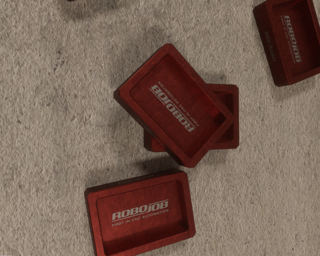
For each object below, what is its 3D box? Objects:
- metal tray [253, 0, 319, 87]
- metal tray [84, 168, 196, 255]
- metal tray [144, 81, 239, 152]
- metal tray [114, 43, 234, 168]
[{"bbox_3d":[0.207,-0.139,0.484,0.091,0.030,0.129,-22,98,-19],"label":"metal tray"},{"bbox_3d":[-0.024,0.110,0.398,0.131,0.030,0.089,-10,94,-20],"label":"metal tray"},{"bbox_3d":[0.044,-0.015,0.423,0.131,0.030,0.089,-1,90,-21],"label":"metal tray"},{"bbox_3d":[0.020,-0.026,0.382,0.130,0.030,0.090,46,75,-15],"label":"metal tray"}]
